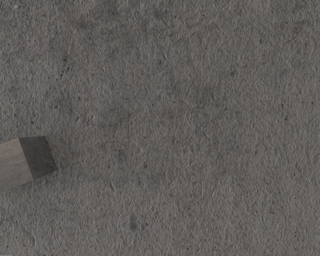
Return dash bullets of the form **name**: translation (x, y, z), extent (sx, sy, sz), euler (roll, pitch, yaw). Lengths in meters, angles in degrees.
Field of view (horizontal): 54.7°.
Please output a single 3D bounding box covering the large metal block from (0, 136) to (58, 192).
- **large metal block**: translation (-0.185, 0.048, 0.381), extent (0.080, 0.080, 0.050), euler (-20, 90, 0)
